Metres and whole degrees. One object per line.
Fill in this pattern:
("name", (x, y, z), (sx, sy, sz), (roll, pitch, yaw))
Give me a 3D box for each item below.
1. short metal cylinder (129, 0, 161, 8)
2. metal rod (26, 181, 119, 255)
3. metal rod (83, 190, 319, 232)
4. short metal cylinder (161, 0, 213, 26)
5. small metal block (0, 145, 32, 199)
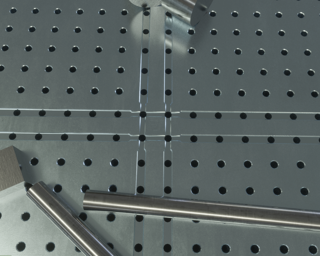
("short metal cylinder", (-0.017, -0.230, 0.466), (0.081, 0.080, 0.050), (-13, 71, -5))
("metal rod", (-0.041, 0.168, 0.349), (0.300, 0.025, 0.025), (39, 75, 13))
("metal rod", (0.060, 0.101, 0.375), (0.302, 0.025, 0.025), (5, 70, 1))
("short metal cylinder", (0.046, -0.200, 0.456), (0.050, 0.080, 0.080), (34, 73, 10))
("small metal block", (-0.197, 0.057, 0.389), (0.050, 0.025, 0.050), (-24, 72, -9))
